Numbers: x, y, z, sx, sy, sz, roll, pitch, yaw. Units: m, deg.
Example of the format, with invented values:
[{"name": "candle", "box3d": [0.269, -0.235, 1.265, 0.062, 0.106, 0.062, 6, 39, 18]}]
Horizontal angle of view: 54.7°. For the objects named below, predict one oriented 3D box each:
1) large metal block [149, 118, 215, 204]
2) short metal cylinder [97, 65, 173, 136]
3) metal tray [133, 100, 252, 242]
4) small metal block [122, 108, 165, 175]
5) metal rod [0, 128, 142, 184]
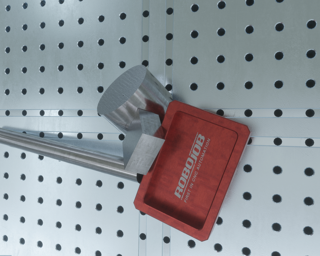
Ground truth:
[{"name": "large metal block", "box3d": [0.015, 0.035, 0.392, 0.080, 0.050, 0.080, -37, 79, 16]}, {"name": "short metal cylinder", "box3d": [-0.032, -0.032, 0.387, 0.080, 0.080, 0.050, -36, 121, 16]}, {"name": "metal tray", "box3d": [0.035, 0.044, 0.341, 0.090, 0.030, 0.129, 22, 97, 18]}, {"name": "small metal block", "box3d": [-0.020, 0.015, 0.342, 0.025, 0.050, 0.050, 17, 119, -20]}, {"name": "metal rod", "box3d": [-0.147, 0.030, 0.432, 0.300, 0.025, 0.025, 10, 93, 30]}]
